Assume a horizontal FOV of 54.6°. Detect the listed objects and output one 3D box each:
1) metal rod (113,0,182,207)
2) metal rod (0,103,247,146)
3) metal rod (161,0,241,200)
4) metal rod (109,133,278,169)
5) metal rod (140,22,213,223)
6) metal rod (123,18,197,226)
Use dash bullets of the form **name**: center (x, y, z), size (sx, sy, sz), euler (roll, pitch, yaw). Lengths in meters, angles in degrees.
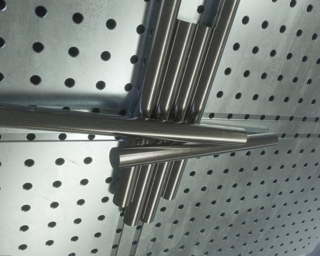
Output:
- **metal rod**: center (-0.020, -0.026, 0.383), size (0.025, 0.025, 0.298), euler (1, 118, -29)
- **metal rod**: center (-0.031, -0.001, 0.363), size (0.302, 0.025, 0.025), euler (5, 116, -21)
- **metal rod**: center (0.048, -0.028, 0.418), size (0.025, 0.025, 0.298), euler (1, 118, -29)
- **metal rod**: center (0.070, 0.027, 0.438), size (0.302, 0.025, 0.025), euler (-3, 120, -37)
- **metal rod**: center (0.014, 0.010, 0.425), size (0.025, 0.025, 0.298), euler (1, 118, -29)
- **metal rod**: center (-0.008, 0.009, 0.411), size (0.025, 0.025, 0.298), euler (1, 118, -29)
